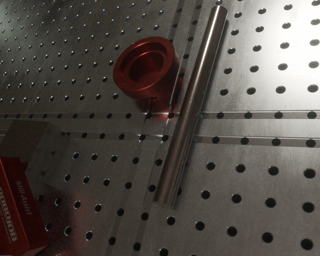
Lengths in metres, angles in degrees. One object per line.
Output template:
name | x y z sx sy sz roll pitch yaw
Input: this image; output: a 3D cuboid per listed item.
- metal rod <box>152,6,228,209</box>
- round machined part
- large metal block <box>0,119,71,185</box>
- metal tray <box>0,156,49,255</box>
metal rod | 0.046 -0.044 0.409 0.025 0.025 0.300 4 64 30
round machined part | -0.016 -0.083 0.455 0.098 0.042 0.098 -13 56 20
large metal block | -0.196 0.036 0.471 0.080 0.050 0.080 4 63 29
metal tray | -0.204 0.113 0.403 0.090 0.030 0.130 -38 68 20
